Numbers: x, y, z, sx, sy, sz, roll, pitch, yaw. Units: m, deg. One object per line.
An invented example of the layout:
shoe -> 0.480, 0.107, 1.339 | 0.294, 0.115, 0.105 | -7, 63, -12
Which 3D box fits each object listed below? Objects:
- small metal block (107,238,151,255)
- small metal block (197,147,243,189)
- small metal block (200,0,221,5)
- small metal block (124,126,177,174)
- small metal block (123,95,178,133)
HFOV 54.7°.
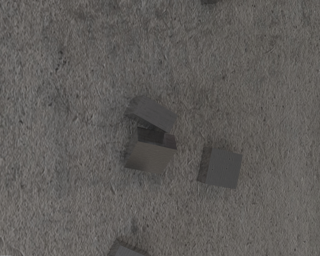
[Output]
small metal block -> -0.044, 0.177, 0.393 | 0.050, 0.025, 0.050 | 31, 80, -18
small metal block -> 0.085, 0.057, 0.440 | 0.050, 0.025, 0.050 | 14, 85, -20
small metal block -> 0.074, -0.204, 0.423 | 0.025, 0.050, 0.050 | -13, 95, -20
small metal block -> -0.013, 0.029, 0.389 | 0.050, 0.050, 0.025 | 14, 40, -20
small metal block -> -0.013, -0.016, 0.391 | 0.050, 0.050, 0.025 | 29, 80, -18
